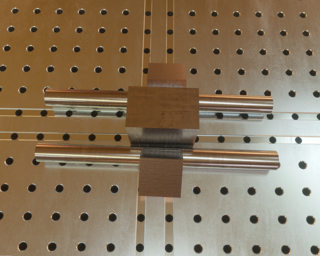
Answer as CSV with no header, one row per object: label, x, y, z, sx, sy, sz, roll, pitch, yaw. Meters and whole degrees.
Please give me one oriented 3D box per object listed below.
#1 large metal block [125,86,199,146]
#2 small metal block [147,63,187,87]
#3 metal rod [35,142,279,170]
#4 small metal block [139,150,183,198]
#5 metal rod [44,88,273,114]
large metal block,0.003,-0.010,0.381,0.081,0.080,0.050,2,70,0
small metal block,0.009,-0.066,0.420,0.050,0.025,0.050,1,36,0
metal rod,-0.004,0.036,0.395,0.302,0.025,0.025,2,70,0
small metal block,0.001,0.055,0.375,0.050,0.025,0.050,3,108,0
metal rod,-0.002,-0.036,0.420,0.302,0.025,0.025,2,70,0
